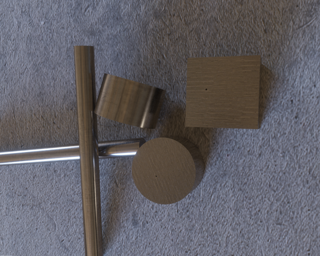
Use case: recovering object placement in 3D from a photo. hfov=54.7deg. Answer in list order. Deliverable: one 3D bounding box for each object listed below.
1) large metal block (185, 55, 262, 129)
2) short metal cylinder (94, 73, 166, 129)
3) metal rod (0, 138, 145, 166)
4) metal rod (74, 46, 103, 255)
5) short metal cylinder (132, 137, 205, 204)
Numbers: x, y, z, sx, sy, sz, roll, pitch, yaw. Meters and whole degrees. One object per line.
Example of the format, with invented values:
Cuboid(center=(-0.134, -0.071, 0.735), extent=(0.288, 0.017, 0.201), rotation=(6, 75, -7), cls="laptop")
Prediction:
Cuboid(center=(0.077, -0.040, 0.368), extent=(0.080, 0.050, 0.079), rotation=(2, 91, 20), cls="large metal block")
Cuboid(center=(-0.038, -0.034, 0.393), extent=(0.080, 0.080, 0.050), rotation=(18, 96, 19), cls="short metal cylinder")
Cuboid(center=(-0.164, 0.040, 0.466), extent=(0.301, 0.025, 0.025), rotation=(-6, 88, 19), cls="metal rod")
Cuboid(center=(-0.095, 0.044, 0.416), extent=(0.025, 0.025, 0.298), rotation=(3, 101, 20), cls="metal rod")
Cuboid(center=(0.012, 0.051, 0.391), extent=(0.080, 0.050, 0.079), rotation=(0, 90, 20), cls="short metal cylinder")
